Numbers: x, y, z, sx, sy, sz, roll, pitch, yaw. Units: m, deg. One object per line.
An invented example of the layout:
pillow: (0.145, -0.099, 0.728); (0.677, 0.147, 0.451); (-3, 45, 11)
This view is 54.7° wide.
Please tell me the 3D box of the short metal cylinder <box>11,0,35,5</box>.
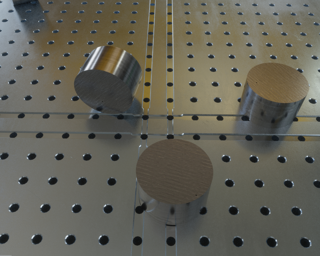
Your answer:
short metal cylinder: (-0.282, -0.291, 0.614); (0.050, 0.080, 0.080); (-24, 54, -19)

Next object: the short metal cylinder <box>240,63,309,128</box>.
short metal cylinder: (0.157, -0.046, 0.431); (0.081, 0.050, 0.080); (0, 50, 0)

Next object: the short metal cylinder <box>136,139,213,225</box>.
short metal cylinder: (0.015, 0.059, 0.342); (0.081, 0.050, 0.080); (0, 50, 0)

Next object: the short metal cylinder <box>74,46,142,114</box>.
short metal cylinder: (-0.070, -0.065, 0.426); (0.080, 0.080, 0.050); (9, 51, 7)
